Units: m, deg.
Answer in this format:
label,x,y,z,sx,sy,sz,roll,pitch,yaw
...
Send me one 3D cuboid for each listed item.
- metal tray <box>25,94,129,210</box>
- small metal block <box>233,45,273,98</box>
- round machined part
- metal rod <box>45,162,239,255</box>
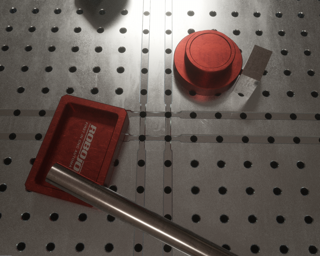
label,x,y,z,sx,sy,sz,roll,pitch,yaw
metal tray,-0.101,0.029,0.397,0.090,0.030,0.130,14,70,5
small metal block,0.127,-0.077,0.428,0.025,0.050,0.050,25,72,8
round machined part,0.069,-0.099,0.440,0.099,0.042,0.098,0,70,-1
metal rod,0.012,0.118,0.348,0.301,0.025,0.025,27,72,1
